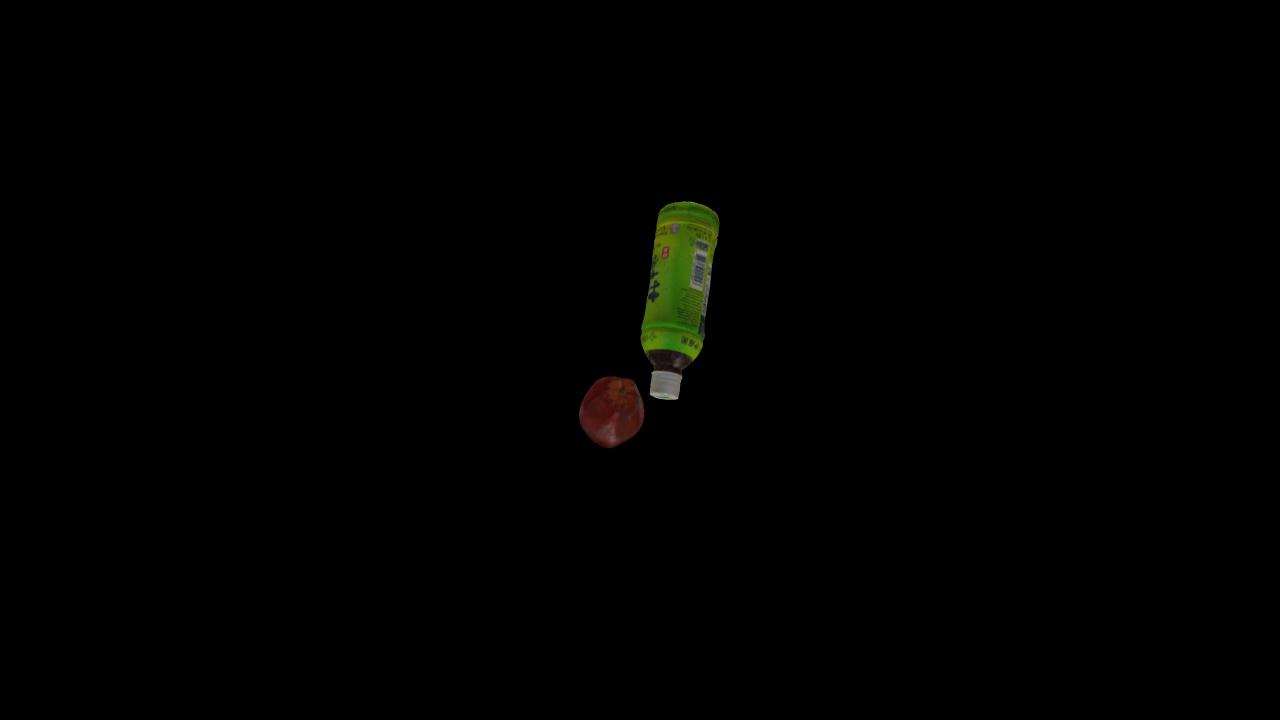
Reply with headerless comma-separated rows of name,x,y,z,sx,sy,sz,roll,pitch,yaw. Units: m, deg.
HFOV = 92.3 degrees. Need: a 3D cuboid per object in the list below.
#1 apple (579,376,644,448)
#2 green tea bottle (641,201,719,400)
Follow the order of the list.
apple,-0.033,0.060,0.733,0.079,0.079,0.093,0,-34,-14
green tea bottle,0.040,-0.063,0.661,0.073,0.212,0.073,8,-17,2
